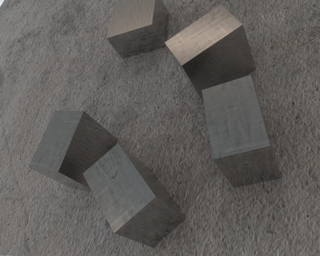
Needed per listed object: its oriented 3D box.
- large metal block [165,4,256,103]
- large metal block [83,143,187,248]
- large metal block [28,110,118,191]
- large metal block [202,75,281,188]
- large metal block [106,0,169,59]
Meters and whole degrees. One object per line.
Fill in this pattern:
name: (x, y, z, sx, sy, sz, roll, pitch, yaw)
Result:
large metal block: (0.065, -0.090, 0.390, 0.080, 0.080, 0.050, -34, 52, 6)
large metal block: (-0.026, 0.074, 0.337, 0.050, 0.080, 0.080, -42, 51, 0)
large metal block: (-0.109, 0.032, 0.406, 0.050, 0.080, 0.080, 2, 63, 29)
large metal block: (0.085, 0.007, 0.320, 0.050, 0.080, 0.080, -16, 55, 19)
large metal block: (-0.035, -0.170, 0.510, 0.080, 0.050, 0.080, -9, 58, 23)
